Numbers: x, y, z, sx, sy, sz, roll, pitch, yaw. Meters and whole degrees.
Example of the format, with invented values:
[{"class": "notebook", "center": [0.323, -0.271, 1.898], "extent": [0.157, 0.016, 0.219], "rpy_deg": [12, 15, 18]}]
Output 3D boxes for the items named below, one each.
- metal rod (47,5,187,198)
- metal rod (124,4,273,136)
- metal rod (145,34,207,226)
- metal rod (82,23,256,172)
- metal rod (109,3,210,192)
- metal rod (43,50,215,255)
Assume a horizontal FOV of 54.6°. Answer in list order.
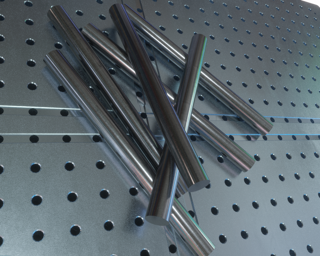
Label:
[{"class": "metal rod", "center": [-0.058, -0.040, 0.400], "extent": [0.025, 0.025, 0.299], "rpy_deg": [-28, 77, -37]}, {"class": "metal rod", "center": [0.056, -0.091, 0.492], "extent": [0.300, 0.025, 0.025], "rpy_deg": [39, 51, -2]}, {"class": "metal rod", "center": [0.030, -0.022, 0.403], "extent": [0.025, 0.025, 0.300], "rpy_deg": [25, 53, -13]}, {"class": "metal rod", "center": [0.012, -0.042, 0.439], "extent": [0.300, 0.025, 0.025], "rpy_deg": [40, 51, -1]}, {"class": "metal rod", "center": [-0.013, -0.059, 0.390], "extent": [0.025, 0.025, 0.299], "rpy_deg": [-4, 54, -30]}, {"class": "metal rod", "center": [-0.041, 0.026, 0.369], "extent": [0.025, 0.025, 0.300], "rpy_deg": [-33, 80, -38]}]
